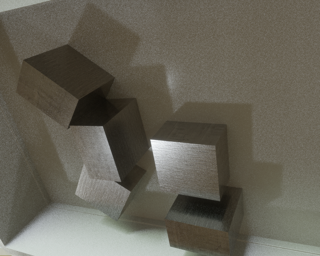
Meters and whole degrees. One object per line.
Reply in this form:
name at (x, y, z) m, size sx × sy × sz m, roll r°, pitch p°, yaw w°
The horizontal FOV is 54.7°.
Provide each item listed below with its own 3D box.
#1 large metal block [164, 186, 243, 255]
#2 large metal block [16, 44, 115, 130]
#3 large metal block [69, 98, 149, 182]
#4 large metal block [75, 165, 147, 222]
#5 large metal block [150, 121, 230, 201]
large metal block at (0.062, 0.119, 0.413) m, size 0.080 × 0.080 × 0.050 m, roll 4°, pitch 120°, yaw 26°
large metal block at (-0.119, -0.056, 0.398) m, size 0.080 × 0.080 × 0.050 m, roll 36°, pitch 126°, yaw 4°
large metal block at (-0.063, 0.013, 0.413) m, size 0.050 × 0.080 × 0.079 m, roll 1°, pitch 119°, yaw 27°
large metal block at (-0.078, 0.086, 0.485) m, size 0.080 × 0.050 × 0.079 m, roll 31°, pitch 128°, yaw 8°
large metal block at (0.041, 0.040, 0.394) m, size 0.080 × 0.050 × 0.079 m, roll 4°, pitch 121°, yaw 25°
